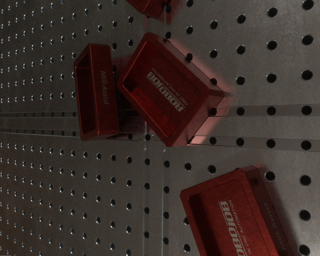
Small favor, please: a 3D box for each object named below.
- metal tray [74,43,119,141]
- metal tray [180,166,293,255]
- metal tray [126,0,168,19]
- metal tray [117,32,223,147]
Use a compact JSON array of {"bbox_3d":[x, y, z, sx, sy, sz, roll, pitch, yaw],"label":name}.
[{"bbox_3d":[-0.098,-0.049,0.464,0.090,0.030,0.129,-16,79,59],"label":"metal tray"},{"bbox_3d":[0.083,0.117,0.336,0.090,0.030,0.129,-30,72,35],"label":"metal tray"},{"bbox_3d":[-0.007,-0.226,0.409,0.090,0.030,0.129,49,119,28],"label":"metal tray"},{"bbox_3d":[0.006,-0.050,0.398,0.130,0.030,0.089,49,119,28],"label":"metal tray"}]
